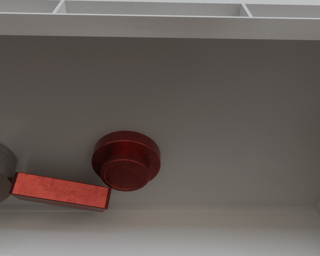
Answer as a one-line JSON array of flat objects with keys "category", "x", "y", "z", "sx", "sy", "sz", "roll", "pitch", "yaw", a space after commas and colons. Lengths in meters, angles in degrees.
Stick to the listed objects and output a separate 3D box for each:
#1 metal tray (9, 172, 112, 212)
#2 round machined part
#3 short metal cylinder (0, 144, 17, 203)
[{"category": "metal tray", "x": -0.143, "y": 0.098, "z": 0.460, "sx": 0.131, "sy": 0.030, "sz": 0.090, "roll": 12, "pitch": 160, "yaw": -11}, {"category": "round machined part", "x": -0.048, "y": 0.054, "z": 0.443, "sx": 0.099, "sy": 0.042, "sz": 0.097, "roll": -1, "pitch": 130, "yaw": 0}, {"category": "short metal cylinder", "x": -0.248, "y": 0.065, "z": 0.434, "sx": 0.081, "sy": 0.050, "sz": 0.079, "roll": -8, "pitch": 131, "yaw": -9}]
